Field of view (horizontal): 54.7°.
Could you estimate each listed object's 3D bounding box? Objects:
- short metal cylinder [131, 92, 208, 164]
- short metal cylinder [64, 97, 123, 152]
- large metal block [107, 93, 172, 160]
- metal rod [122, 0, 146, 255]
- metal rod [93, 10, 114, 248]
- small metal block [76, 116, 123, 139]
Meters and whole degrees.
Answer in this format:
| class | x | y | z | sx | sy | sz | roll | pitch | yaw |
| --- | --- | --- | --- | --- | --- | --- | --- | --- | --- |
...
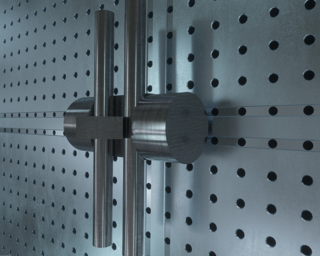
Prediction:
| class | x | y | z | sx | sy | sz | roll | pitch | yaw |
| --- | --- | --- | --- | --- | --- | --- | --- | --- | --- |
| short metal cylinder | 0.013 | 0.000 | 0.358 | 0.050 | 0.081 | 0.079 | 1 | 91 | 41 |
| short metal cylinder | -0.088 | -0.005 | 0.441 | 0.050 | 0.081 | 0.079 | 2 | 91 | 40 |
| large metal block | -0.028 | -0.002 | 0.411 | 0.080 | 0.050 | 0.079 | 1 | 91 | 40 |
| metal rod | -0.030 | 0.000 | 0.365 | 0.025 | 0.025 | 0.298 | 1 | 91 | 40 |
| metal rod | -0.073 | 0.001 | 0.400 | 0.025 | 0.025 | 0.298 | 1 | 91 | 40 |
| small metal block | -0.068 | -0.001 | 0.363 | 0.050 | 0.050 | 0.025 | -171 | 81 | -84 |
